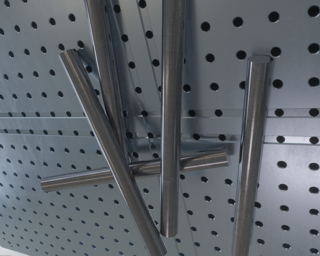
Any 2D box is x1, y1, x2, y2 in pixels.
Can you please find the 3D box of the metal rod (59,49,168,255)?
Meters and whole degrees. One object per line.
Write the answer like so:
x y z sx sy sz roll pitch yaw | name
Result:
-0.063 0.036 0.418 0.025 0.025 0.299 -24 91 36 | metal rod

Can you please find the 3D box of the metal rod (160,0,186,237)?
0.013 0.002 0.372 0.025 0.025 0.298 10 113 23 | metal rod

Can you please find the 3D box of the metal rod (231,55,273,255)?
0.111 0.059 0.389 0.025 0.025 0.298 10 123 23 | metal rod

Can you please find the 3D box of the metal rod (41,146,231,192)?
-0.050 0.064 0.447 0.300 0.025 0.025 -12 113 23 | metal rod

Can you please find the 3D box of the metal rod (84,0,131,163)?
-0.067 -0.051 0.415 0.025 0.025 0.298 9 123 23 | metal rod
